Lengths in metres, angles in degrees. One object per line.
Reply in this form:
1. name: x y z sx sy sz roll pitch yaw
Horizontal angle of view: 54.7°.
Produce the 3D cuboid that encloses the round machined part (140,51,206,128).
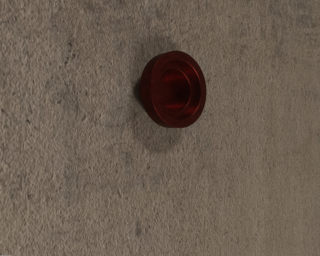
1. round machined part: 0.013 -0.049 0.406 0.099 0.042 0.097 0 90 -40
